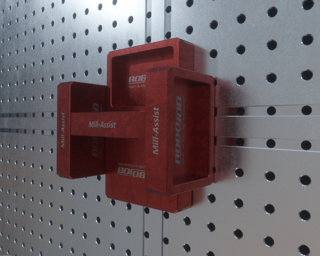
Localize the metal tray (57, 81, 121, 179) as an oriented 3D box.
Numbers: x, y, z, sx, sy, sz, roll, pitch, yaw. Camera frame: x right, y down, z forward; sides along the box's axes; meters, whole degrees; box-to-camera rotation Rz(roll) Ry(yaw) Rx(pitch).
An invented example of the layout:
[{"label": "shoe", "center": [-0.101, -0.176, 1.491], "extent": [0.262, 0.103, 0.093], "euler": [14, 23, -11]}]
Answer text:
[{"label": "metal tray", "center": [-0.100, 0.003, 0.446], "extent": [0.030, 0.091, 0.129], "euler": [1, 91, 40]}]

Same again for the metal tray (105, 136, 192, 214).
[{"label": "metal tray", "center": [-0.020, 0.057, 0.418], "extent": [0.130, 0.030, 0.089], "euler": [1, 91, 39]}]

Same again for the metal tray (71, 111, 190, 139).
[{"label": "metal tray", "center": [-0.039, -0.004, 0.395], "extent": [0.130, 0.091, 0.030], "euler": [1, 91, 39]}]

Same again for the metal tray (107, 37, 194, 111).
[{"label": "metal tray", "center": [-0.018, -0.064, 0.418], "extent": [0.130, 0.030, 0.089], "euler": [1, 91, 39]}]

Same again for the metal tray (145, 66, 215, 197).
[{"label": "metal tray", "center": [0.025, 0.003, 0.344], "extent": [0.030, 0.091, 0.129], "euler": [1, 91, 40]}]
